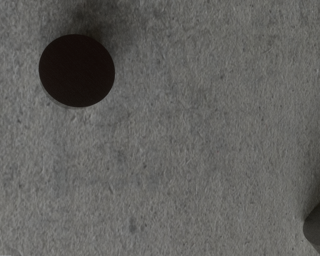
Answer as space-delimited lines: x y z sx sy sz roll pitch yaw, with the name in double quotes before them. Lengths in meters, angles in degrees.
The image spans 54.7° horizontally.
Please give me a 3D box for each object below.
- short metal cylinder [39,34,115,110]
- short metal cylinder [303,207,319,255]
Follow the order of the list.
"short metal cylinder" -0.097 -0.062 0.360 0.081 0.050 0.079 0 90 -21
"short metal cylinder" 0.276 0.166 0.484 0.080 0.080 0.050 -45 105 -15
